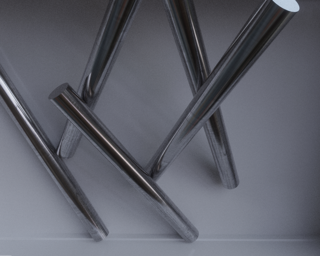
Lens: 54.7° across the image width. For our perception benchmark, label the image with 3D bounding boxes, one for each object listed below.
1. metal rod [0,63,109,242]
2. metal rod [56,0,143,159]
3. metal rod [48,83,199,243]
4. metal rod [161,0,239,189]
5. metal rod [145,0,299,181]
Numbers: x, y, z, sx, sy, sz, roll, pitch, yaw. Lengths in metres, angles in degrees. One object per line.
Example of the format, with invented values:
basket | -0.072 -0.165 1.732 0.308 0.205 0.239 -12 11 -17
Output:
metal rod | -0.152 0.037 0.422 0.025 0.025 0.299 -24 109 8
metal rod | -0.066 -0.055 0.320 0.025 0.025 0.298 26 135 -10
metal rod | -0.027 0.063 0.392 0.025 0.025 0.300 -30 124 10
metal rod | 0.054 -0.023 0.342 0.025 0.025 0.299 -19 133 7
metal rod | 0.033 -0.007 0.326 0.025 0.025 0.298 22 141 -9
